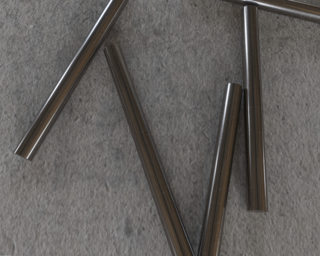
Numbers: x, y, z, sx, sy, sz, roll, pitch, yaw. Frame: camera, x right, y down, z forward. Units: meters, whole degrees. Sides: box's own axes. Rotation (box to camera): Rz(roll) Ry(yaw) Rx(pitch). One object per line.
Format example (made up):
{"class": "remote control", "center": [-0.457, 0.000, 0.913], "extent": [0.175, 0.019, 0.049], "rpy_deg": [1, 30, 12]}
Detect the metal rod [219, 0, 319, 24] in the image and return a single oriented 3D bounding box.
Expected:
{"class": "metal rod", "center": [0.179, -0.191, 0.480], "extent": [0.301, 0.025, 0.025], "rpy_deg": [16, 71, 5]}

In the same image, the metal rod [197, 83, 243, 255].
{"class": "metal rod", "center": [0.071, 0.081, 0.379], "extent": [0.025, 0.025, 0.299], "rpy_deg": [12, 70, 4]}

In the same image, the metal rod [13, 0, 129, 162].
{"class": "metal rod", "center": [-0.114, -0.092, 0.440], "extent": [0.025, 0.025, 0.300], "rpy_deg": [23, 71, 8]}

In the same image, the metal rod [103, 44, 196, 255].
{"class": "metal rod", "center": [-0.020, 0.019, 0.400], "extent": [0.025, 0.025, 0.299], "rpy_deg": [-18, 71, -7]}

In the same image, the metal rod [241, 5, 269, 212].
{"class": "metal rod", "center": [0.127, -0.040, 0.424], "extent": [0.025, 0.025, 0.299], "rpy_deg": [4, 70, 1]}
